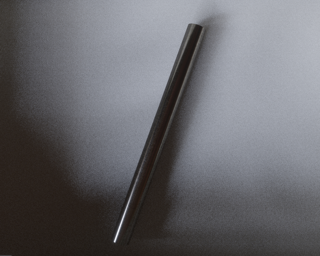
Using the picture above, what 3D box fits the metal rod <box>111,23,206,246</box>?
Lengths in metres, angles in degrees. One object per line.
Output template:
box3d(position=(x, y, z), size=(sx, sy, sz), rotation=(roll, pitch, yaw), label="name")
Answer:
box3d(position=(-0.002, 0.008, 0.409), size=(0.025, 0.025, 0.299), rotation=(20, 90, 0), label="metal rod")
